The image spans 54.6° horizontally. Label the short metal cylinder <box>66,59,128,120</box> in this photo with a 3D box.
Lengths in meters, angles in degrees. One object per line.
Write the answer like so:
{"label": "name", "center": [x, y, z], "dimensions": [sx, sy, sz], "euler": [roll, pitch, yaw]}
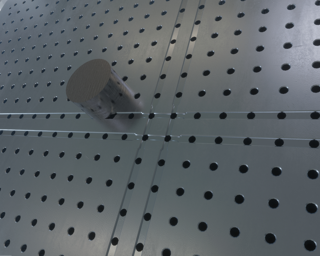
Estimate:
{"label": "short metal cylinder", "center": [-0.097, -0.060, 0.481], "dimensions": [0.080, 0.050, 0.080], "euler": [-13, 56, 21]}
